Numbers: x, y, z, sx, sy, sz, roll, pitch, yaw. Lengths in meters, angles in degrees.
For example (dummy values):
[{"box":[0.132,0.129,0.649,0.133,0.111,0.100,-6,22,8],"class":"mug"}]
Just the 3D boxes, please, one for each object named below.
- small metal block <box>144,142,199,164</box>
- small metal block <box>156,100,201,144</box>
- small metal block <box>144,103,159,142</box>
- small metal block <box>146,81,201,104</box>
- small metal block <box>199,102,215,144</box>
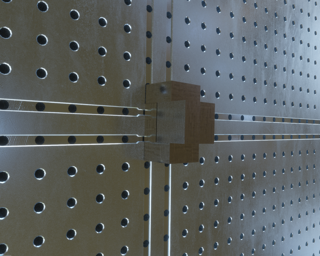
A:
[{"box":[0.015,0.031,0.404,0.050,0.050,0.025,2,89,-40],"class":"small metal block"},{"box":[0.022,-0.007,0.377,0.025,0.050,0.050,2,89,-40],"class":"small metal block"},{"box":[0.007,-0.006,0.414,0.050,0.025,0.050,2,89,-38],"class":"small metal block"},{"box":[0.017,-0.044,0.405,0.050,0.050,0.025,2,89,-40],"class":"small metal block"},{"box":[0.042,-0.006,0.394,0.025,0.050,0.050,2,89,-39],"class":"small metal block"}]
